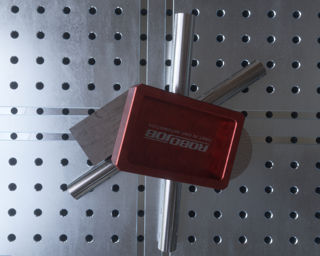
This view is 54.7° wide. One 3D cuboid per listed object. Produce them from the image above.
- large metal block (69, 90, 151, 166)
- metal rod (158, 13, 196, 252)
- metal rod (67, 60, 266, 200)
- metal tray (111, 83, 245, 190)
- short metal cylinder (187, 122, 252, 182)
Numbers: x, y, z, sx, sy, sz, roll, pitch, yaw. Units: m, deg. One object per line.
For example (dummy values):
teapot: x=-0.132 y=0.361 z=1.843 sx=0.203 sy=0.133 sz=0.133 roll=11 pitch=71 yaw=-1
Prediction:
large metal block: x=-0.054 y=0.000 z=0.385 sx=0.080 sy=0.080 sz=0.050 roll=-34 pitch=90 yaw=0
metal rod: x=0.020 y=0.013 z=0.391 sx=0.025 sy=0.025 sz=0.298 roll=4 pitch=99 yaw=-1
metal rod: x=0.009 y=0.002 z=0.414 sx=0.301 sy=0.025 sz=0.025 roll=-34 pitch=90 yaw=-1
metal tray: x=0.022 y=0.012 z=0.341 sx=0.131 sy=0.030 sz=0.089 roll=14 pitch=90 yaw=-19
short metal cylinder: x=0.072 y=0.026 z=0.401 sx=0.081 sy=0.050 sz=0.079 roll=0 pitch=90 yaw=-1
